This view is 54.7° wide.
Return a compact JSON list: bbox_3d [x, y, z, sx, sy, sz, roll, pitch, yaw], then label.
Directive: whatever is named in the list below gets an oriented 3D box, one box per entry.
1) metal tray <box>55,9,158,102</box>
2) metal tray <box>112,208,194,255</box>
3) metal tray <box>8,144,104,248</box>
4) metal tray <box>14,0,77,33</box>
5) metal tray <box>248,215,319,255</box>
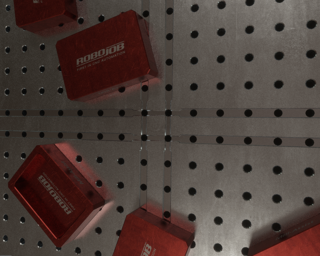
[{"bbox_3d":[-0.077,-0.098,0.436,0.130,0.030,0.090,-16,85,18],"label":"metal tray"},{"bbox_3d":[-0.019,0.187,0.416,0.090,0.030,0.129,21,97,18],"label":"metal tray"},{"bbox_3d":[-0.157,0.098,0.463,0.130,0.030,0.090,44,103,14],"label":"metal tray"},{"bbox_3d":[-0.179,-0.222,0.471,0.090,0.030,0.129,-8,87,19],"label":"metal tray"},{"bbox_3d":[0.177,0.156,0.348,0.130,0.030,0.090,-34,79,16],"label":"metal tray"}]
